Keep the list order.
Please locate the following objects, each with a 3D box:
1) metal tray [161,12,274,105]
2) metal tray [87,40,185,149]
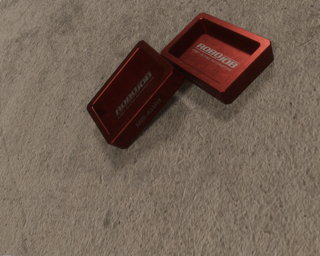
[{"bbox_3d":[0.073,-0.099,0.421,0.090,0.030,0.130,-45,51,-4],"label":"metal tray"},{"bbox_3d":[-0.038,-0.047,0.427,0.130,0.030,0.090,-48,50,11],"label":"metal tray"}]
